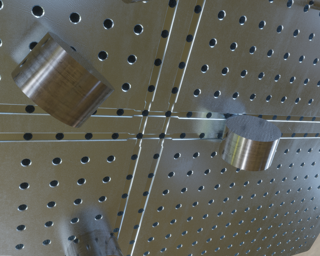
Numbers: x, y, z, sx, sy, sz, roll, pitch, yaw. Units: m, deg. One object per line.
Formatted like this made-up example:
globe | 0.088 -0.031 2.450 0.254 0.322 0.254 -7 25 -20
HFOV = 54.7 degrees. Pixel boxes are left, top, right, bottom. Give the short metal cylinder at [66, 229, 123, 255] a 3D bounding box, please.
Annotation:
short metal cylinder | -0.097 0.202 0.469 0.081 0.050 0.079 -14 125 -21

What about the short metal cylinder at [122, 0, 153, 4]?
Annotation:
short metal cylinder | -0.012 -0.156 0.274 0.050 0.080 0.079 -17 125 -19

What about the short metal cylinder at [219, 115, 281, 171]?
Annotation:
short metal cylinder | 0.133 0.020 0.463 0.081 0.080 0.050 -8 122 -25

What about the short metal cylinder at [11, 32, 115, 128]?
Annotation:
short metal cylinder | -0.091 -0.046 0.299 0.050 0.080 0.080 -47 130 4

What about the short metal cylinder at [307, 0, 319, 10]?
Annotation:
short metal cylinder | 0.245 -0.194 0.412 0.081 0.050 0.079 -14 125 -21
